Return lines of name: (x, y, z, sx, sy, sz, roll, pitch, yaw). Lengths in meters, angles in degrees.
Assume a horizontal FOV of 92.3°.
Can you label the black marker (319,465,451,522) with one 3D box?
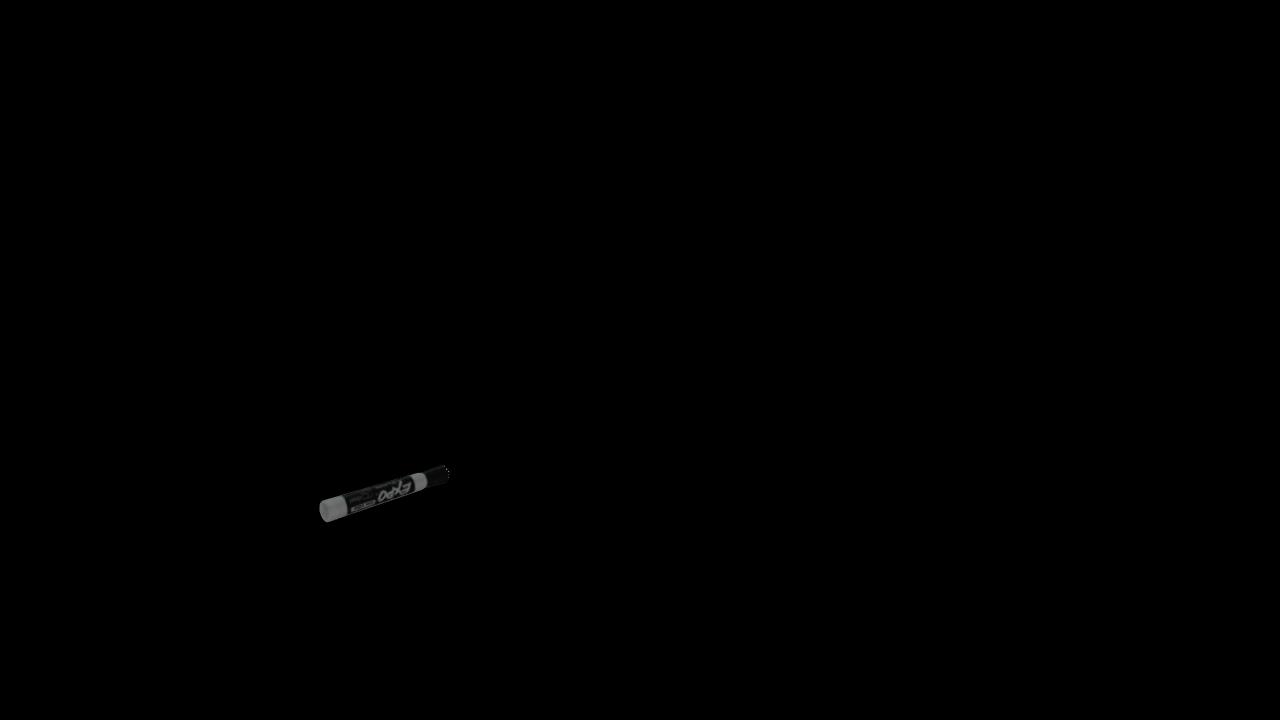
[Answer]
black marker: (-0.226, 0.119, 0.559, 0.020, 0.020, 0.121, 0, 7, 38)
